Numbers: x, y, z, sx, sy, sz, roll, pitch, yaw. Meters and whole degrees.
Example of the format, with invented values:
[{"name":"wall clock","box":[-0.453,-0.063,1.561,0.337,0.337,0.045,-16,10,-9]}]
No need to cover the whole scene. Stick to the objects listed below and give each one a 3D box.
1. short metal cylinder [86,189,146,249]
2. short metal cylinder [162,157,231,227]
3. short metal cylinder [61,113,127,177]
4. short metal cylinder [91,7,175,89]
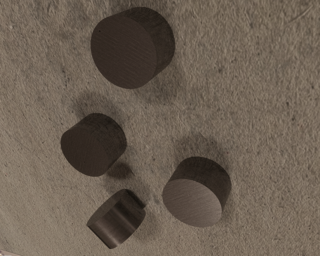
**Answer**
[{"name":"short metal cylinder","box":[-0.069,0.144,0.495,0.050,0.080,0.080,49,128,-7]},{"name":"short metal cylinder","box":[0.050,0.085,0.416,0.080,0.050,0.079,13,124,20]},{"name":"short metal cylinder","box":[-0.097,0.024,0.455,0.080,0.050,0.079,13,124,20]},{"name":"short metal cylinder","box":[-0.030,-0.090,0.349,0.080,0.050,0.079,13,124,20]}]
